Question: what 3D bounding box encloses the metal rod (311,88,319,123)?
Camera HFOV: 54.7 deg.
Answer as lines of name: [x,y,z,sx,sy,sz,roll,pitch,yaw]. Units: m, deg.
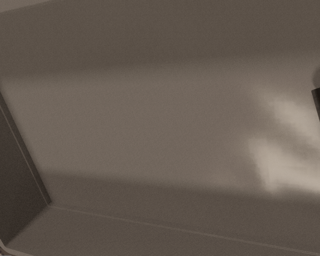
metal rod: [0.194,0.105,0.288,0.025,0.025,0.298,-17,83,34]
